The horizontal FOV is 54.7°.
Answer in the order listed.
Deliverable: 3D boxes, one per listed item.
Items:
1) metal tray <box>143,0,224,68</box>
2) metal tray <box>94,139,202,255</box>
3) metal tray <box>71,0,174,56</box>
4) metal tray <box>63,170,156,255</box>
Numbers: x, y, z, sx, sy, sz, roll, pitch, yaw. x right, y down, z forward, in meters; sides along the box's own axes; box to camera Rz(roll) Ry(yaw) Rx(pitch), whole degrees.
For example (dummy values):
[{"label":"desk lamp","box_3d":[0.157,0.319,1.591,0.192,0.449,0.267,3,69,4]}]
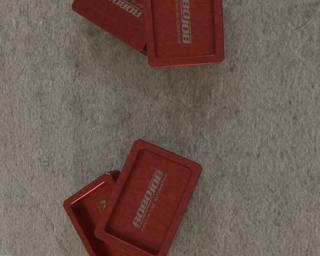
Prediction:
[{"label":"metal tray","box_3d":[0.027,-0.140,0.371,0.091,0.030,0.129,-4,100,4]},{"label":"metal tray","box_3d":[-0.013,0.090,0.386,0.090,0.030,0.130,23,84,9]},{"label":"metal tray","box_3d":[-0.047,-0.169,0.422,0.130,0.030,0.090,35,101,16]},{"label":"metal tray","box_3d":[-0.066,0.135,0.428,0.090,0.030,0.130,-35,79,16]}]
